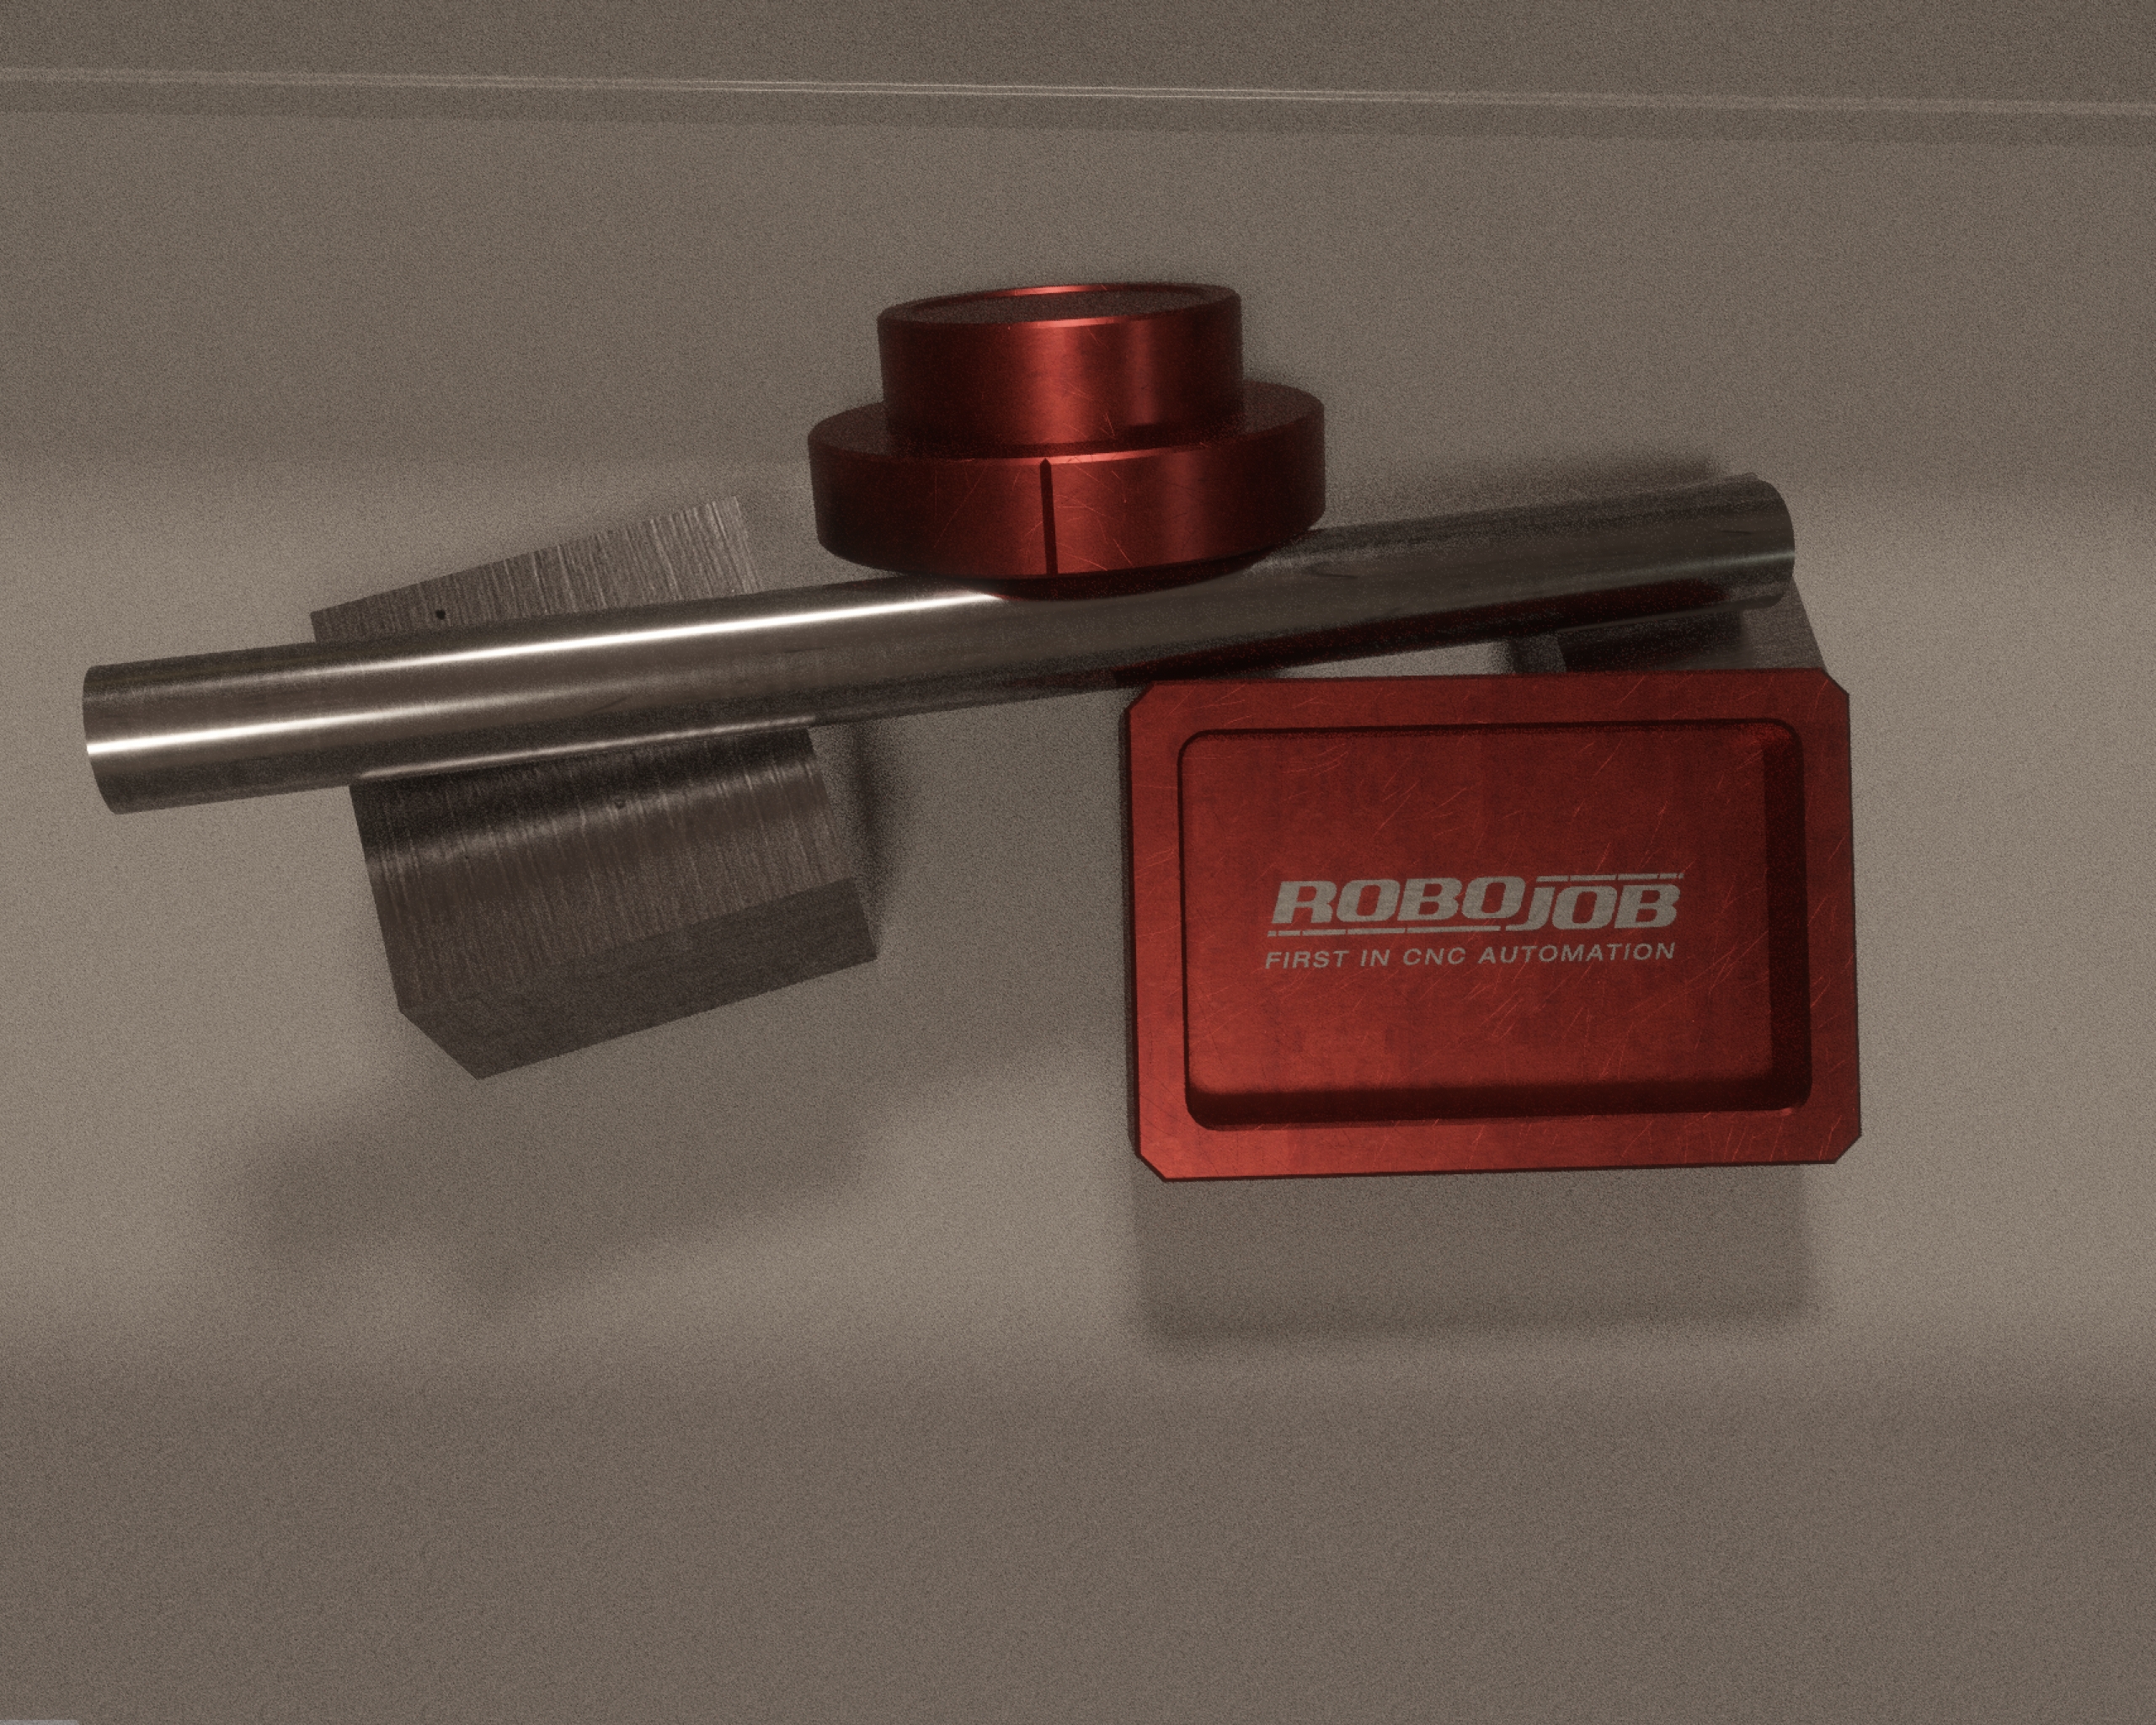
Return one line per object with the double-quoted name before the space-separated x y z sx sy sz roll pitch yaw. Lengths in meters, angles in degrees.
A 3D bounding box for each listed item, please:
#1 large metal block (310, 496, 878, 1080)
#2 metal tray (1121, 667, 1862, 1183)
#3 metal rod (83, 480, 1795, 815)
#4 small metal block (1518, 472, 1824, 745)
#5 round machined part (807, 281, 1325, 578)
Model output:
"large metal block" -0.090 -0.013 0.398 0.081 0.050 0.080 -17 71 -7
"metal tray" 0.074 0.011 0.387 0.131 0.030 0.089 -1 89 -2
"metal rod" -0.014 -0.041 0.375 0.302 0.025 0.025 -8 70 -11
"small metal block" 0.119 -0.048 0.427 0.050 0.025 0.050 -11 71 -4
"round machined part" -0.002 -0.086 0.399 0.099 0.098 0.042 -4 111 -2
